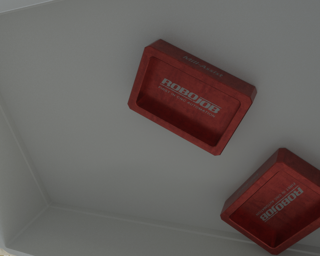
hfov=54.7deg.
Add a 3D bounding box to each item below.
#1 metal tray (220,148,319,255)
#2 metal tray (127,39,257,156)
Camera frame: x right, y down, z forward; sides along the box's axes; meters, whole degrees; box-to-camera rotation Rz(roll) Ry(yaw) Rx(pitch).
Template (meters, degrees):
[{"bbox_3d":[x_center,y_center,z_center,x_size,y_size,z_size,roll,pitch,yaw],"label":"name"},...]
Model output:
[{"bbox_3d":[0.147,0.096,0.386,0.090,0.030,0.129,34,129,5],"label":"metal tray"},{"bbox_3d":[0.033,-0.035,0.365,0.130,0.030,0.089,29,128,9],"label":"metal tray"}]
